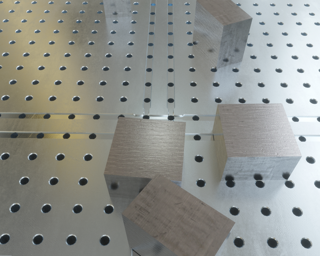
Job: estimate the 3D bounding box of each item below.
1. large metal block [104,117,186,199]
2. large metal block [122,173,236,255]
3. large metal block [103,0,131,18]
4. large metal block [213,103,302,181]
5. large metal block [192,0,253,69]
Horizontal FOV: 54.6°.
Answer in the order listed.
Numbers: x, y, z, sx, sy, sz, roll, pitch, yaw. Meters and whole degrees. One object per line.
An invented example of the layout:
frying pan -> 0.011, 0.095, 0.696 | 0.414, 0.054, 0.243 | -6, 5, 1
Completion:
large metal block -> -0.014, 0.036, 0.361 | 0.080, 0.050, 0.080 | 5, 50, 4
large metal block -> 0.015, 0.100, 0.288 | 0.080, 0.080, 0.050 | 30, 56, 23
large metal block -> -0.085, -0.272, 0.601 | 0.050, 0.080, 0.080 | -5, 50, -4
large metal block -> 0.113, 0.016, 0.378 | 0.080, 0.050, 0.080 | -1, 50, -1
large metal block -> 0.097, -0.157, 0.504 | 0.050, 0.080, 0.080 | -20, 53, -16
